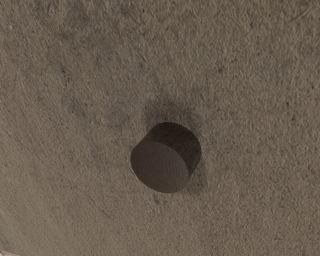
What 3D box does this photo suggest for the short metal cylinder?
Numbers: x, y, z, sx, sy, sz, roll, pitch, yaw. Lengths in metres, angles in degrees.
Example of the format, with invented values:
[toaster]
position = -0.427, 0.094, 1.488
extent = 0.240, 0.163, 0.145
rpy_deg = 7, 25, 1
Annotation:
[short metal cylinder]
position = 0.008, 0.039, 0.409
extent = 0.080, 0.050, 0.079
rpy_deg = 13, 124, 20
